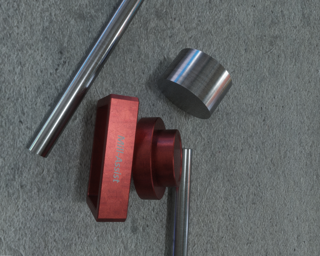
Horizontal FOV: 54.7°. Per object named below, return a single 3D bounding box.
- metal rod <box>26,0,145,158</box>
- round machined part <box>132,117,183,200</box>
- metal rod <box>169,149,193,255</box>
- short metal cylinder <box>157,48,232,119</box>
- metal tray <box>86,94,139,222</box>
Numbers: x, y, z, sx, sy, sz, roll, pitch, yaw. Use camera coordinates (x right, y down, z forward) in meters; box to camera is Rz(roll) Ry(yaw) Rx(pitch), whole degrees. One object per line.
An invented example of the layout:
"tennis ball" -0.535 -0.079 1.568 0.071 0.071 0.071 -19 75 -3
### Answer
"metal rod" -0.070 -0.100 0.383 0.025 0.025 0.300 32 79 -17
"round machined part" 0.001 0.036 0.368 0.042 0.098 0.097 -1 91 12
"metal rod" 0.024 0.177 0.418 0.025 0.025 0.298 3 89 -20
"short metal cylinder" 0.044 -0.055 0.396 0.080 0.080 0.050 39 78 -16
"metal tray" -0.057 0.031 0.353 0.030 0.090 0.129 7 88 -20
